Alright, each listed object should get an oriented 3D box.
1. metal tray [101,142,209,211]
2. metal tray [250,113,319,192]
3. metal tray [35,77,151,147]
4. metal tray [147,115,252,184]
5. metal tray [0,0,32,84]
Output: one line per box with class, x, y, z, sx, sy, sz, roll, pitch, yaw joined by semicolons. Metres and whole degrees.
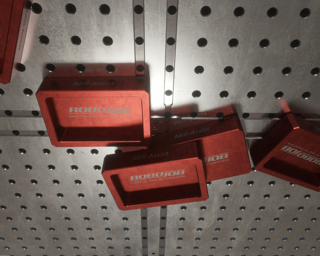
metal tray;-0.004;0.069;0.427;0.131;0.030;0.090;-9;130;7
metal tray;0.209;0.039;0.444;0.131;0.030;0.089;20;127;-18
metal tray;-0.077;-0.018;0.391;0.131;0.030;0.089;-1;130;0
metal tray;0.057;0.039;0.442;0.130;0.030;0.090;-14;129;11
metal tray;-0.183;-0.115;0.307;0.091;0.030;0.129;19;128;-16
